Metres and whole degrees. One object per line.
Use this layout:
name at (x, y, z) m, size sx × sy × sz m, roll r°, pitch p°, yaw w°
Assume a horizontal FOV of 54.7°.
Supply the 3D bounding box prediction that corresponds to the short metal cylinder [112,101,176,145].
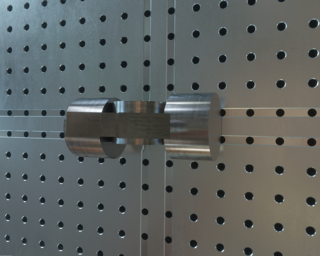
short metal cylinder at (-0.020, -0.006, 0.390) m, size 0.080 × 0.080 × 0.050 m, roll 1°, pitch 91°, yaw 20°

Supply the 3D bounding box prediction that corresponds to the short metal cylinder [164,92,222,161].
short metal cylinder at (0.041, -0.002, 0.368) m, size 0.050 × 0.080 × 0.079 m, roll 1°, pitch 90°, yaw 21°

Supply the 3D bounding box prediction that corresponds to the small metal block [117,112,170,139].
small metal block at (-0.019, -0.003, 0.324) m, size 0.050 × 0.050 × 0.025 m, roll 1°, pitch 91°, yaw -11°

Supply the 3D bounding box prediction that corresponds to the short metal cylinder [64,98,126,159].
short metal cylinder at (-0.082, 0.000, 0.412) m, size 0.050 × 0.080 × 0.079 m, roll 1°, pitch 91°, yaw 20°

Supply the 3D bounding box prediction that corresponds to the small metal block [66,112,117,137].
small metal block at (-0.074, -0.004, 0.339) m, size 0.050 × 0.050 × 0.025 m, roll 1°, pitch 91°, yaw -12°
